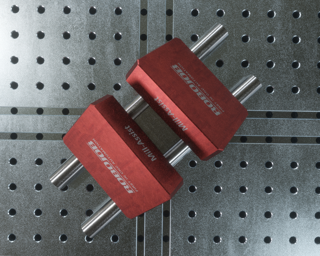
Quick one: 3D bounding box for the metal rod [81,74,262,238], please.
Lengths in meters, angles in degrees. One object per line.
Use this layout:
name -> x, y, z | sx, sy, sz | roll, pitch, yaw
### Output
metal rod -> 0.016, 0.037, 0.414 | 0.300, 0.025, 0.025 | -42, 91, -1

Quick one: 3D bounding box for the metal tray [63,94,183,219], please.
metal tray -> -0.046, 0.037, 0.359 | 0.130, 0.030, 0.090 | 50, 133, -1

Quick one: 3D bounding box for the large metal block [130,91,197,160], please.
large metal block -> 0.001, -0.002, 0.385 | 0.080, 0.080, 0.050 | -42, 91, 0

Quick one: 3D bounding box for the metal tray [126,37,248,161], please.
metal tray -> 0.035, -0.037, 0.359 | 0.130, 0.030, 0.090 | 47, 46, 0

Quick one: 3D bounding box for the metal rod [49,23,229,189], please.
metal rod -> -0.027, -0.030, 0.413 | 0.300, 0.025, 0.025 | -43, 91, -1
